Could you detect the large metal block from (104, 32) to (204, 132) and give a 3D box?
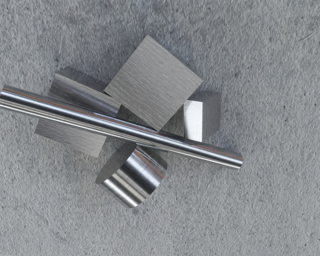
[{"bbox_3d":[-0.007,-0.057,0.374,0.080,0.050,0.080,38,106,-13],"label":"large metal block"}]

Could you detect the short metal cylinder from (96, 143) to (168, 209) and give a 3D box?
[{"bbox_3d":[-0.037,0.056,0.401,0.080,0.080,0.050,-42,105,14],"label":"short metal cylinder"}]

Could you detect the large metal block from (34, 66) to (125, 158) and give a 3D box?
[{"bbox_3d":[-0.097,-0.021,0.389,0.080,0.050,0.080,24,108,-9],"label":"large metal block"}]

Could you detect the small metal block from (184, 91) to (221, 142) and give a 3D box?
[{"bbox_3d":[0.054,-0.016,0.390,0.025,0.050,0.050,12,115,34],"label":"small metal block"}]

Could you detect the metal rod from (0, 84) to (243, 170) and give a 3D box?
[{"bbox_3d":[-0.026,0.007,0.370,0.302,0.025,0.025,16,110,-24],"label":"metal rod"}]
